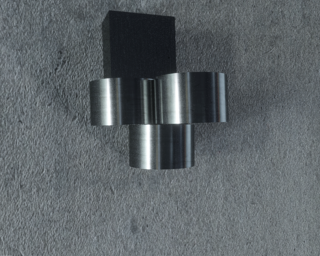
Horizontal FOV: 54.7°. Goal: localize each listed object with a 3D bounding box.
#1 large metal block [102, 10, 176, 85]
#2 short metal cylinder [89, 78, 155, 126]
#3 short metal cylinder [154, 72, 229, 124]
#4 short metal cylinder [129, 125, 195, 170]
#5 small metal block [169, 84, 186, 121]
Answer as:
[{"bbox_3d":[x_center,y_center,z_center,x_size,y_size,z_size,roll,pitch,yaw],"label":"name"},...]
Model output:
[{"bbox_3d":[-0.027,-0.095,0.388,0.081,0.050,0.080,-2,91,-20],"label":"large metal block"},{"bbox_3d":[-0.041,-0.029,0.366,0.081,0.080,0.050,-2,91,-20],"label":"short metal cylinder"},{"bbox_3d":[0.034,-0.030,0.341,0.081,0.080,0.050,-2,91,-20],"label":"short metal cylinder"},{"bbox_3d":[0.002,0.021,0.383,0.081,0.080,0.050,0,90,-20],"label":"short metal cylinder"},{"bbox_3d":[0.014,-0.030,0.405,0.025,0.050,0.050,1,90,-20],"label":"small metal block"}]
